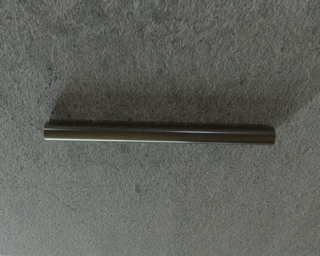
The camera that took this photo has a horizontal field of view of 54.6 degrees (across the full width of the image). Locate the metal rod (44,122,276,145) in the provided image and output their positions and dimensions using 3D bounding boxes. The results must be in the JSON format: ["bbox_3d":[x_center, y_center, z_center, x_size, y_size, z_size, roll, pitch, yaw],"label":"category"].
[{"bbox_3d":[0.001,0.008,0.415,0.302,0.025,0.025,1,130,-2],"label":"metal rod"}]
